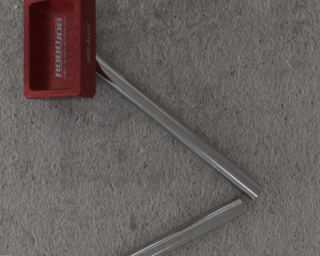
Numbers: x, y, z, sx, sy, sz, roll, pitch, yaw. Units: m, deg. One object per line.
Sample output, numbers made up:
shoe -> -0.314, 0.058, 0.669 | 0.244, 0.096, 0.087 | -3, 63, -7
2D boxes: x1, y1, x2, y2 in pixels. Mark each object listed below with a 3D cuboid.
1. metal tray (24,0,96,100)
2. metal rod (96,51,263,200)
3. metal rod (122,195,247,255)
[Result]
metal tray -> -0.126, -0.102, 0.388 | 0.090, 0.030, 0.129 | 0, 90, 24
metal rod -> 0.011, -0.009, 0.409 | 0.300, 0.025, 0.025 | 39, 90, 0
metal rod -> -0.025, 0.170, 0.409 | 0.301, 0.025, 0.025 | -28, 90, 0
